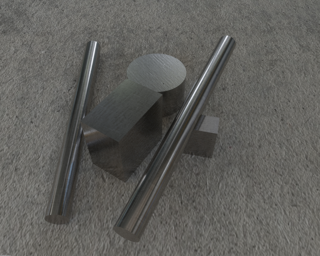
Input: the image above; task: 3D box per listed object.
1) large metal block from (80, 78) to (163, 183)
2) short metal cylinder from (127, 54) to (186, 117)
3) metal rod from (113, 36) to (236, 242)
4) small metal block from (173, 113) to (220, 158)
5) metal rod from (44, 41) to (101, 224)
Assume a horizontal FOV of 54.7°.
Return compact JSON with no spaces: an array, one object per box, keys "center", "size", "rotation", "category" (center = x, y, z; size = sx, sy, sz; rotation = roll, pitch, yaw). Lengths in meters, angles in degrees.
[{"center":[-0.040,0.003,0.364],"size":[0.050,0.080,0.080],"rotation":[26,55,20],"category":"large metal block"},{"center":[-0.005,-0.061,0.438],"size":[0.081,0.050,0.080],"rotation":[0,50,0],"category":"short metal cylinder"},{"center":[0.033,-0.015,0.350],"size":[0.025,0.025,0.301],"rotation":[19,53,15],"category":"metal rod"},{"center":[0.043,0.009,0.380],"size":[0.050,0.050,0.025],"rotation":[10,51,7],"category":"small metal block"},{"center":[-0.109,-0.020,0.418],"size":[0.025,0.025,0.300],"rotation":[0,50,-1],"category":"metal rod"}]
